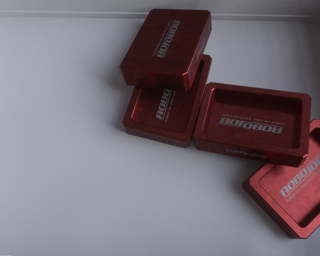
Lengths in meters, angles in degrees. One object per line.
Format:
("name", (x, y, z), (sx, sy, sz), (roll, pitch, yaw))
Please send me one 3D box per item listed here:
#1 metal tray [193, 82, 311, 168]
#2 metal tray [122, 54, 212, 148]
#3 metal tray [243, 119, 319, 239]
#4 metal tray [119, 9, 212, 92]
("metal tray", (0.115, -0.007, 0.390), (0.131, 0.030, 0.090), (10, 61, 15))
("metal tray", (0.012, -0.046, 0.421), (0.090, 0.030, 0.130), (14, 70, 7))
("metal tray", (0.181, 0.061, 0.386), (0.130, 0.030, 0.090), (-38, 75, -13))
("metal tray", (0.012, -0.110, 0.420), (0.090, 0.030, 0.130), (9, 56, 19))
